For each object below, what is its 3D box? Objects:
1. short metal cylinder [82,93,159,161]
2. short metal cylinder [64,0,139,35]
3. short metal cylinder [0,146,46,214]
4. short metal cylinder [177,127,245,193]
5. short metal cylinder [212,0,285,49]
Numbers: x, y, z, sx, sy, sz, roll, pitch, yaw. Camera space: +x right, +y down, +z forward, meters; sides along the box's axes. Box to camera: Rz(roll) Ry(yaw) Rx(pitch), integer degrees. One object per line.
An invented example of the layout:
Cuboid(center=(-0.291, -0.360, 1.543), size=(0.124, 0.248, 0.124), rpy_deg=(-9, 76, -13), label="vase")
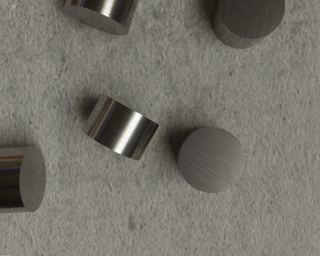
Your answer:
Cuboid(center=(-0.048, -0.001, 0.382), size=(0.080, 0.080, 0.050), rpy_deg=(29, 90, -1), label="short metal cylinder")
Cuboid(center=(-0.070, -0.155, 0.382), size=(0.080, 0.080, 0.050), rpy_deg=(18, 90, -1), label="short metal cylinder")
Cuboid(center=(-0.180, 0.063, 0.380), size=(0.050, 0.080, 0.079), rpy_deg=(-2, 90, 0), label="short metal cylinder")
Cuboid(center=(0.063, 0.039, 0.398), size=(0.081, 0.050, 0.079), rpy_deg=(0, 90, -1), label="short metal cylinder")
Cuboid(center=(0.111, -0.148, 0.399), size=(0.081, 0.050, 0.079), rpy_deg=(0, 90, -1), label="short metal cylinder")
